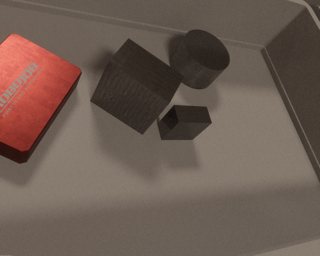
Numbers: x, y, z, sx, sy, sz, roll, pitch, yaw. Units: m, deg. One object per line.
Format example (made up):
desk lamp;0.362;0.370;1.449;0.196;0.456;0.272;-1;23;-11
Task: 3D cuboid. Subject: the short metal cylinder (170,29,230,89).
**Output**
short metal cylinder;0.062;-0.108;0.491;0.081;0.050;0.080;14;56;-21

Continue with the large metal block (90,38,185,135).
large metal block;-0.030;-0.048;0.385;0.080;0.080;0.050;33;51;-7

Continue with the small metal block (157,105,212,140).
small metal block;0.032;-0.006;0.412;0.050;0.050;0.025;1;62;-28

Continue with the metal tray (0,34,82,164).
metal tray;-0.156;-0.036;0.341;0.090;0.030;0.130;28;52;-11
